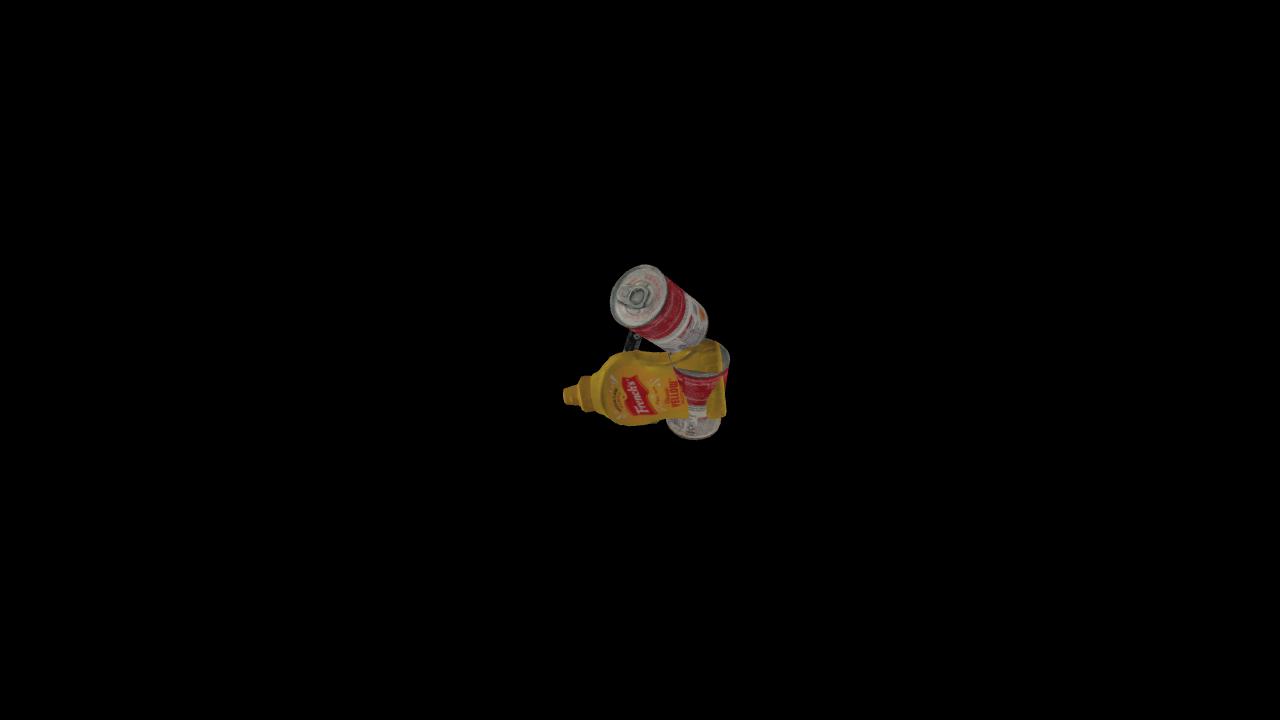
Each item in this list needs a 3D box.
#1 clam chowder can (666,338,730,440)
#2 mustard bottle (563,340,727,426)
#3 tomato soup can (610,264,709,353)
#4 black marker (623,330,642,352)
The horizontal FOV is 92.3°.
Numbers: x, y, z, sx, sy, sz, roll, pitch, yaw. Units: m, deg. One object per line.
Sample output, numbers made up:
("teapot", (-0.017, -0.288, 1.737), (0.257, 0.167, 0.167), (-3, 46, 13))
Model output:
("clam chowder can", (0.064, 0.034, 0.703), (0.068, 0.102, 0.068), (1, 40, 0))
("mustard bottle", (0.003, 0.032, 0.697), (0.184, 0.092, 0.054), (-6, 31, 6))
("tomato soup can", (0.024, -0.050, 0.652), (0.068, 0.068, 0.101), (0, -16, 33))
("black marker", (-0.001, -0.044, 0.748), (0.020, 0.020, 0.121), (0, -41, -16))
